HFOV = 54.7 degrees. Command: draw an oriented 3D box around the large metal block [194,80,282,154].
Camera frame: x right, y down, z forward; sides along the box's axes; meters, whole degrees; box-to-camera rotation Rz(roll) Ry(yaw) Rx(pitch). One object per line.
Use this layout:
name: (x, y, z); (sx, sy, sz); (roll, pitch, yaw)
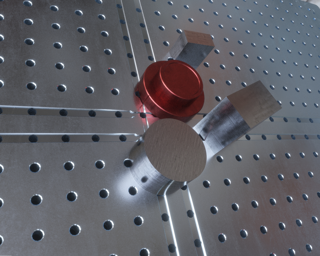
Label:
large metal block: (0.110, -0.015, 0.441); (0.081, 0.080, 0.050); (-26, 76, -37)

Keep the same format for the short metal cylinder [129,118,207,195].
short metal cylinder: (0.009, 0.035, 0.375); (0.081, 0.050, 0.080); (14, 56, -21)

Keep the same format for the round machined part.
round machined part: (0.022, -0.059, 0.445); (0.099, 0.042, 0.098); (14, 56, -21)

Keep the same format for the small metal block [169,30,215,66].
small metal block: (0.050, -0.127, 0.496); (0.050, 0.050, 0.025); (0, 62, -28)
